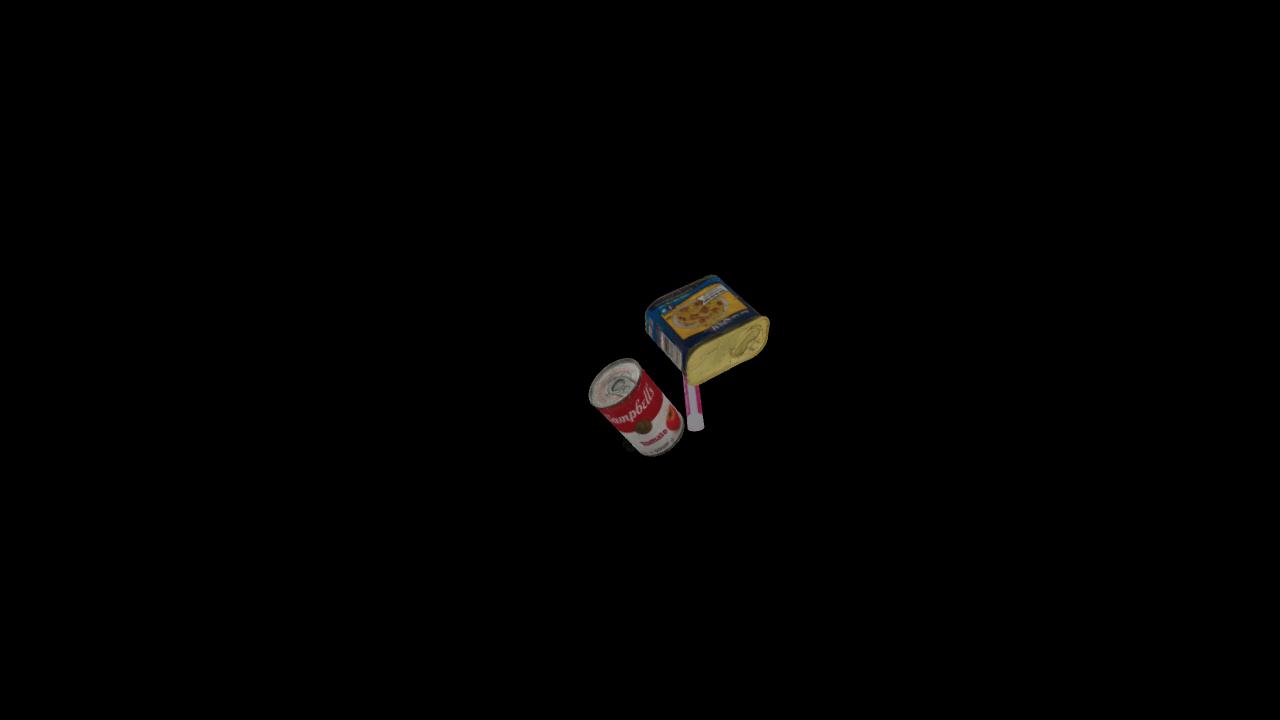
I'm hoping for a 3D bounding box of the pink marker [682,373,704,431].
[{"bbox_3d":[0.058,0.022,0.709,0.020,0.121,0.020,-3,-26,-2],"label":"pink marker"}]

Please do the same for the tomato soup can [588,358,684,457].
[{"bbox_3d":[-0.002,0.055,0.689,0.068,0.068,0.101,0,-39,41],"label":"tomato soup can"}]

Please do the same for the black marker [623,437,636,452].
[{"bbox_3d":[-0.010,0.058,0.759,0.020,0.121,0.020,1,-36,1],"label":"black marker"}]

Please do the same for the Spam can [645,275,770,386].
[{"bbox_3d":[0.066,-0.034,0.632,0.101,0.058,0.085,-25,51,-19],"label":"Spam can"}]
